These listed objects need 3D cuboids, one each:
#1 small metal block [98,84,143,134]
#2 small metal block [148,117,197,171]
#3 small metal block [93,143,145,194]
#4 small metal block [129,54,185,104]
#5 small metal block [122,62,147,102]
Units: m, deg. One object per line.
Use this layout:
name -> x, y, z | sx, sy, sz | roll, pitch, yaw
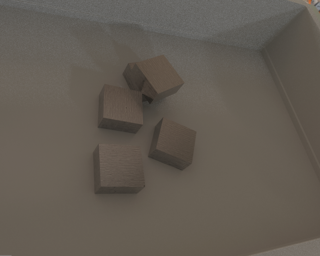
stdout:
small metal block -> -0.050, -0.024, 0.394 | 0.050, 0.025, 0.050 | 10, 57, -23
small metal block -> 0.017, 0.021, 0.404 | 0.050, 0.025, 0.050 | 24, 53, -14
small metal block -> -0.047, 0.047, 0.353 | 0.050, 0.025, 0.050 | 6, 59, -26
small metal block -> -0.004, -0.066, 0.413 | 0.050, 0.025, 0.050 | -27, 77, -37
small metal block -> -0.017, -0.067, 0.439 | 0.050, 0.025, 0.050 | -15, 70, -35
